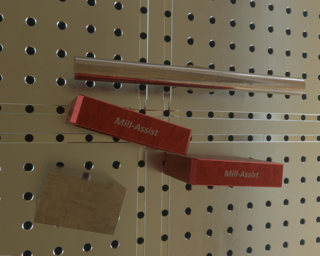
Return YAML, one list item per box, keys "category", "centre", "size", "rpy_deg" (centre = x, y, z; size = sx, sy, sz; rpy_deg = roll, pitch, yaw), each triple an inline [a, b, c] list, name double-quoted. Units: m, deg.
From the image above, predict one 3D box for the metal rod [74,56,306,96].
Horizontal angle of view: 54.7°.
- category: "metal rod"
  centre: [0.052, -0.060, 0.379]
  size: [0.303, 0.025, 0.025]
  rpy_deg: [1, 90, -20]

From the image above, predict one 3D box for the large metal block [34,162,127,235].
- category: "large metal block"
  centre: [-0.092, 0.077, 0.350]
  size: [0.081, 0.080, 0.050]
  rpy_deg: [17, 84, -20]

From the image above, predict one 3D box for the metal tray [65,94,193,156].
- category: "metal tray"
  centre: [-0.039, -0.002, 0.364]
  size: [0.131, 0.090, 0.030]
  rpy_deg: [17, 84, -20]

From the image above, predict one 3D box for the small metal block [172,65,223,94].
- category: "small metal block"
  centre: [0.050, -0.065, 0.419]
  size: [0.050, 0.050, 0.025]
  rpy_deg: [6, 88, -20]

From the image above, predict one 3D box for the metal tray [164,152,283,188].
- category: "metal tray"
  centre: [0.082, 0.054, 0.409]
  size: [0.131, 0.090, 0.030]
  rpy_deg: [5, 89, -20]
